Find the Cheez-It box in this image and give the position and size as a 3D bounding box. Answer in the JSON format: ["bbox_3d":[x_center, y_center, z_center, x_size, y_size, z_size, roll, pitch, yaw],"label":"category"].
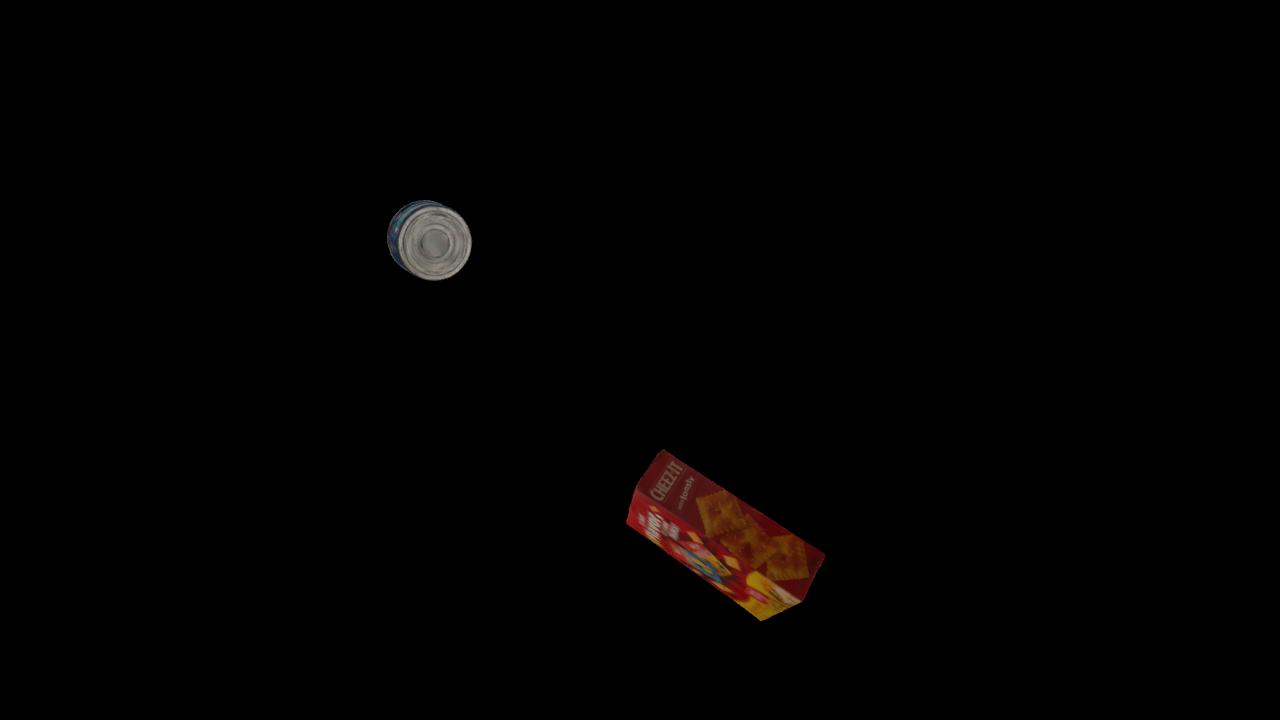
[{"bbox_3d":[0.093,0.221,0.764,0.223,0.071,0.166,32,-28,12],"label":"Cheez-It box"}]

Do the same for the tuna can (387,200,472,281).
[{"bbox_3d":[-0.228,-0.129,0.671,0.084,0.084,0.034,0,19,-39],"label":"tuna can"}]
